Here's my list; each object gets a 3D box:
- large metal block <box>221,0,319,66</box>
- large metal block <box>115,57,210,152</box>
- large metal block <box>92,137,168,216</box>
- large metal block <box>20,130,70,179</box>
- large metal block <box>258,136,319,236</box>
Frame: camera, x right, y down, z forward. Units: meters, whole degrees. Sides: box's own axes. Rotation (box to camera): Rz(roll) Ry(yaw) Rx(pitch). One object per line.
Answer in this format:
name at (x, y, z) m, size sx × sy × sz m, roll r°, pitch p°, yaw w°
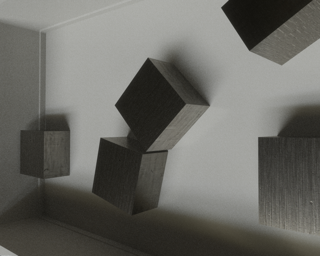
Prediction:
large metal block at (0.116, -0.106, 0.274) m, size 0.080 × 0.081 × 0.050 m, roll -38°, pitch 67°, yaw 33°
large metal block at (0.001, -0.028, 0.388) m, size 0.080 × 0.050 × 0.080 m, roll -51°, pitch 61°, yaw 28°
large metal block at (-0.042, 0.061, 0.423) m, size 0.080 × 0.050 × 0.079 m, roll 17°, pitch 101°, yaw 38°
large metal block at (-0.208, 0.044, 0.558) m, size 0.080 × 0.050 × 0.079 m, roll 1°, pitch 91°, yaw 39°
large metal block at (0.137, 0.048, 0.277) m, size 0.080 × 0.050 × 0.079 m, roll 0°, pitch 90°, yaw 39°
